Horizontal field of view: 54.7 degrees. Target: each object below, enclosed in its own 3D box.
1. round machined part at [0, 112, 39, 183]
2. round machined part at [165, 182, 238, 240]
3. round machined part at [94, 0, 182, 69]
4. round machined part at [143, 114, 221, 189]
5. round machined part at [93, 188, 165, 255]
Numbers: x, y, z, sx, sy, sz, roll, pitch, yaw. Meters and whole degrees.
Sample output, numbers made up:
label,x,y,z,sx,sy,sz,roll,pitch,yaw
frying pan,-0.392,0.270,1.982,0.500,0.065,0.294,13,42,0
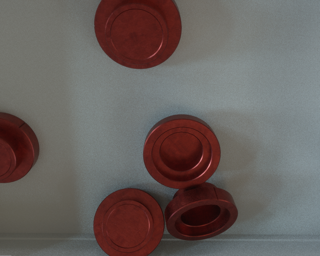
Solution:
label,x,y,z,sx,sy,sz,roll,pitch,yaw
round machined part,-0.217,0.031,0.411,0.099,0.042,0.097,0,110,-1
round machined part,0.055,0.113,0.433,0.099,0.042,0.097,-6,131,-6
round machined part,-0.025,-0.111,0.349,0.099,0.042,0.097,0,126,0
round machined part,0.028,0.028,0.412,0.099,0.042,0.097,0,108,0
round machined part,-0.043,0.133,0.427,0.099,0.042,0.098,0,79,-2
